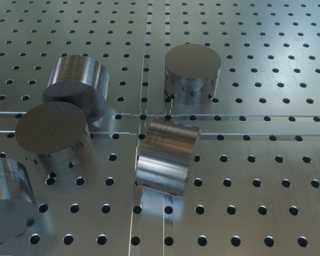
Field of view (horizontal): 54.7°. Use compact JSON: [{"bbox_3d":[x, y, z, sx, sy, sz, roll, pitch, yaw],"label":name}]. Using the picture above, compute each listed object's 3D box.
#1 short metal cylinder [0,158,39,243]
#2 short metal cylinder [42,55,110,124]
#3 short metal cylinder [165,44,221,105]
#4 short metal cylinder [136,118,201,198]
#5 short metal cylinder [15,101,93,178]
[{"bbox_3d":[-0.168,0.075,0.307,0.081,0.080,0.050,-21,54,-17],"label":"short metal cylinder"},{"bbox_3d":[-0.109,-0.050,0.412,0.081,0.080,0.050,-1,50,-1],"label":"short metal cylinder"},{"bbox_3d":[0.047,-0.081,0.460,0.081,0.050,0.080,0,50,0],"label":"short metal cylinder"},{"bbox_3d":[0.012,0.033,0.345,0.050,0.080,0.080,14,51,11],"label":"short metal cylinder"},{"bbox_3d":[-0.126,0.013,0.379,0.081,0.050,0.080,0,50,0],"label":"short metal cylinder"}]
